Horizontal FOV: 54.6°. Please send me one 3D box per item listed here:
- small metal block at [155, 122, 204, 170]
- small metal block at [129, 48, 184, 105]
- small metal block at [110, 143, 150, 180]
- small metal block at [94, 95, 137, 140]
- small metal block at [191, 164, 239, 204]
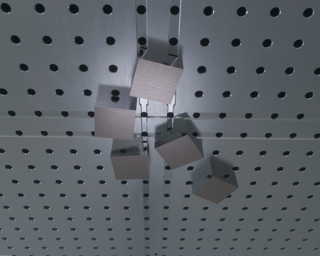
[{"bbox_3d":[0.027,0.026,0.434,0.050,0.025,0.050,-24,126,19],"label":"small metal block"},{"bbox_3d":[-0.005,-0.059,0.361,0.050,0.025,0.050,12,129,-10],"label":"small metal block"},{"bbox_3d":[-0.042,0.049,0.453,0.050,0.025,0.050,-3,130,2],"label":"small metal block"},{"bbox_3d":[-0.057,-0.013,0.400,0.050,0.025,0.050,6,130,-5],"label":"small metal block"},{"bbox_3d":[0.085,0.089,0.488,0.050,0.025,0.050,25,126,-20],"label":"small metal block"}]
